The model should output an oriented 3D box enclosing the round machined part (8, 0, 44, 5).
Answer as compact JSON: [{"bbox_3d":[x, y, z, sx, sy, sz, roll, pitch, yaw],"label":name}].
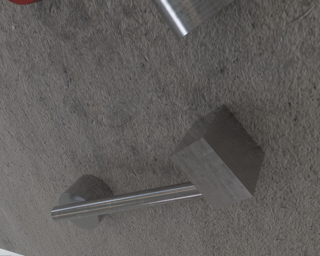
[{"bbox_3d":[-0.157,-0.197,0.357,0.098,0.042,0.097,13,124,21],"label":"round machined part"}]

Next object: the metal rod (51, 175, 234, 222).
[{"bbox_3d":[-0.031,0.104,0.447,0.300,0.025,0.025,-15,111,21],"label":"metal rod"}]

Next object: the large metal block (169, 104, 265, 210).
[{"bbox_3d":[0.069,0.031,0.355,0.080,0.080,0.050,49,129,-7],"label":"large metal block"}]

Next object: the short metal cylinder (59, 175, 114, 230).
[{"bbox_3d":[-0.126,0.128,0.536,0.080,0.050,0.079,13,124,21],"label":"short metal cylinder"}]

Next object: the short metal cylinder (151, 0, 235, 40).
[{"bbox_3d":[0.035,-0.123,0.277,0.080,0.080,0.050,-27,104,37],"label":"short metal cylinder"}]
